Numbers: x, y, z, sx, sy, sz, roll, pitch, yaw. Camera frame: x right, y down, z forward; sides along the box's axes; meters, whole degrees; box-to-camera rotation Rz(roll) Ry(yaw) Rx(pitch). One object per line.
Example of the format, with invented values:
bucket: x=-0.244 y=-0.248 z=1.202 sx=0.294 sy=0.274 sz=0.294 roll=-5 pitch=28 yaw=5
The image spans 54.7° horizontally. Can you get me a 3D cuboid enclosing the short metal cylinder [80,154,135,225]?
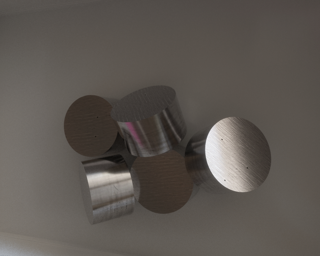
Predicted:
short metal cylinder: x=-0.070 y=0.077 z=0.396 sx=0.050 sy=0.080 sz=0.080 roll=-9 pitch=86 yaw=-23

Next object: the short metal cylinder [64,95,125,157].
short metal cylinder: x=-0.081 y=-0.003 z=0.422 sx=0.080 sy=0.050 sz=0.079 roll=0 pitch=90 yaw=19

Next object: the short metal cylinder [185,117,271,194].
short metal cylinder: x=0.075 y=0.033 z=0.347 sx=0.081 sy=0.050 sz=0.080 roll=5 pitch=74 yaw=-19

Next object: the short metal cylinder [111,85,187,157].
short metal cylinder: x=-0.013 y=-0.010 z=0.375 sx=0.080 sy=0.080 sz=0.050 roll=-8 pitch=123 yaw=19

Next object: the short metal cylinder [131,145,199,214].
short metal cylinder: x=0.009 y=0.062 z=0.392 sx=0.080 sy=0.050 sz=0.079 roll=0 pitch=90 yaw=19
